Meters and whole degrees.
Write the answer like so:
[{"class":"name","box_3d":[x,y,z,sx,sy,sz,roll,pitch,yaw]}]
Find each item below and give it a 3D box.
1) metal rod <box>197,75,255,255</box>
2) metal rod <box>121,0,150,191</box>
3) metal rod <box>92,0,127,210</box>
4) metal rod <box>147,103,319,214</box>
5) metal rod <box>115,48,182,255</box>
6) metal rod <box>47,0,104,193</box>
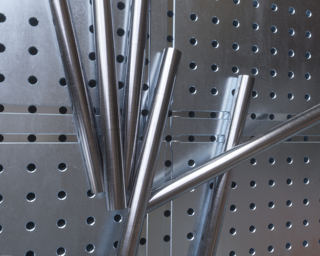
[{"class":"metal rod","box_3d":[0.092,0.070,0.446,0.025,0.025,0.299,16,85,-19]},{"class":"metal rod","box_3d":[-0.033,-0.071,0.400,0.025,0.025,0.298,5,88,-20]},{"class":"metal rod","box_3d":[-0.063,-0.054,0.376,0.025,0.025,0.299,-3,87,-20]},{"class":"metal rod","box_3d":[0.100,0.041,0.422,0.301,0.025,0.025,-26,99,-8]},{"class":"metal rod","box_3d":[-0.015,0.040,0.388,0.025,0.025,0.299,17,78,-19]},{"class":"metal rod","box_3d":[-0.103,-0.069,0.374,0.025,0.025,0.298,-13,95,-20]}]
